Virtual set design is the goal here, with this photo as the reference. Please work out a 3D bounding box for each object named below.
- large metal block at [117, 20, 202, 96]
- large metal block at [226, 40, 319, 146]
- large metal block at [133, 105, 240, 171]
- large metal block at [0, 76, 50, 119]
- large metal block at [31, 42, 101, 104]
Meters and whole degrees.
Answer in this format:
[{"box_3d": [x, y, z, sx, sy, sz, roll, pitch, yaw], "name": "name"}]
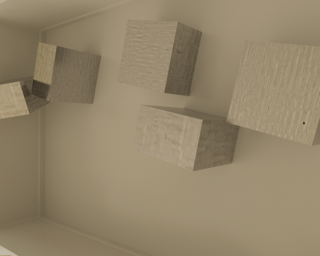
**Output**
[{"box_3d": [-0.002, -0.088, 0.390, 0.080, 0.050, 0.079, 18, 101, 38], "name": "large metal block"}, {"box_3d": [0.119, -0.034, 0.292, 0.080, 0.050, 0.079, 19, 102, 38], "name": "large metal block"}, {"box_3d": [0.031, 0.008, 0.344, 0.080, 0.081, 0.050, 16, 101, 38], "name": "large metal block"}, {"box_3d": [-0.238, -0.050, 0.499, 0.080, 0.080, 0.050, -9, 106, 5], "name": "large metal block"}, {"box_3d": [-0.147, -0.084, 0.489, 0.050, 0.081, 0.079, 20, 103, 37], "name": "large metal block"}]
